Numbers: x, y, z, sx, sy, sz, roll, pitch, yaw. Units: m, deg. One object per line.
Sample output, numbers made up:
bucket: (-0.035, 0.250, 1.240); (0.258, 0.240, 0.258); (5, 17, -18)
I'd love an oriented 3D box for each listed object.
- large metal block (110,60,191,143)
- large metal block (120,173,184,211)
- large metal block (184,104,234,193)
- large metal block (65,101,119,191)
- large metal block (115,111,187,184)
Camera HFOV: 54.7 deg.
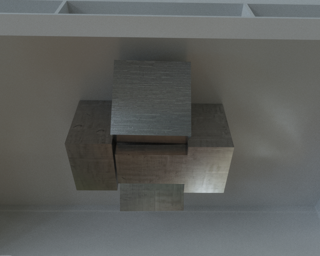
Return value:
large metal block: (-0.009, -0.026, 0.341); (0.081, 0.080, 0.050); (1, 168, -1)
large metal block: (-0.011, 0.081, 0.431); (0.081, 0.080, 0.050); (0, 88, -2)
large metal block: (0.055, 0.025, 0.393); (0.050, 0.080, 0.079); (1, 130, -1)
large metal block: (-0.078, 0.021, 0.389); (0.050, 0.080, 0.079); (0, 130, -1)
large metal block: (-0.010, 0.023, 0.391); (0.081, 0.080, 0.050); (1, 130, -1)
